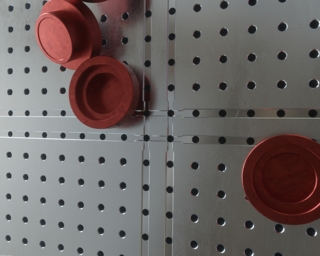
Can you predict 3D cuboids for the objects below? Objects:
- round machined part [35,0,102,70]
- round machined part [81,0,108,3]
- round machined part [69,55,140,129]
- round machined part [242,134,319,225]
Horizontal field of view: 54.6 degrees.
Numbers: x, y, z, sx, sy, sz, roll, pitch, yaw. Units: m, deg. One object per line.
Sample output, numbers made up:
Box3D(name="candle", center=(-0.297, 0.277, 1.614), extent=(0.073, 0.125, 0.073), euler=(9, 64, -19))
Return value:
Box3D(name="round machined part", center=(-0.132, -0.127, 0.429), extent=(0.098, 0.042, 0.097), euler=(16, 125, 25))
Box3D(name="round machined part", center=(-0.091, -0.207, 0.419), extent=(0.099, 0.042, 0.098), euler=(2, 56, -2))
Box3D(name="round machined part", center=(-0.073, -0.048, 0.430), extent=(0.098, 0.042, 0.097), euler=(0, 90, 20))
Box3D(name="round machined part", center=(0.146, 0.056, 0.352), extent=(0.098, 0.042, 0.097), euler=(0, 90, 20))
